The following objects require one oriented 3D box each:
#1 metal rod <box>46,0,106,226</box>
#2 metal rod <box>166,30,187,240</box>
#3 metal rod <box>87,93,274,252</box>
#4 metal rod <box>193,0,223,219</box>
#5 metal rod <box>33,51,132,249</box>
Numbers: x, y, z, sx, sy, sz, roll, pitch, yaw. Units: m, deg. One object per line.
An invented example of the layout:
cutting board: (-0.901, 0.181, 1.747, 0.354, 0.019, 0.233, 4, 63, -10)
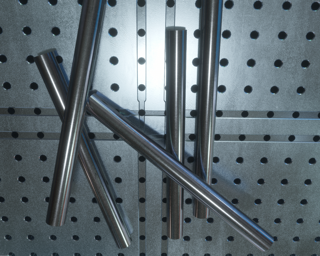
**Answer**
metal rod: (-0.105, -0.020, 0.381, 0.025, 0.025, 0.298, 12, 101, -5)
metal rod: (0.021, 0.022, 0.421, 0.025, 0.025, 0.298, -1, 110, 0)
metal rod: (0.025, 0.059, 0.405, 0.300, 0.025, 0.025, 39, 106, -2)
metal rod: (0.061, -0.012, 0.409, 0.025, 0.025, 0.298, 0, 110, 0)
metal rod: (-0.099, 0.044, 0.428, 0.025, 0.025, 0.298, -16, 110, 5)
